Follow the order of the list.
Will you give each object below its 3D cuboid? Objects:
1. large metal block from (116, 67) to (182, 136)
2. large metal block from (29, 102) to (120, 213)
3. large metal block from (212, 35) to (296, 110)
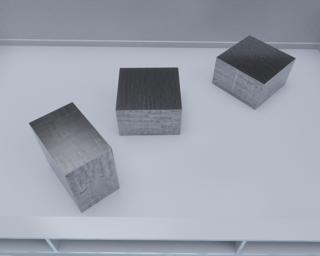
[{"bbox_3d":[-0.014,-0.037,0.419,0.081,0.050,0.080,-1,50,-1],"label":"large metal block"},{"bbox_3d":[-0.091,0.033,0.341,0.050,0.080,0.080,-31,57,-24],"label":"large metal block"},{"bbox_3d":[0.138,-0.085,0.462,0.080,0.050,0.080,-37,59,-27],"label":"large metal block"}]
